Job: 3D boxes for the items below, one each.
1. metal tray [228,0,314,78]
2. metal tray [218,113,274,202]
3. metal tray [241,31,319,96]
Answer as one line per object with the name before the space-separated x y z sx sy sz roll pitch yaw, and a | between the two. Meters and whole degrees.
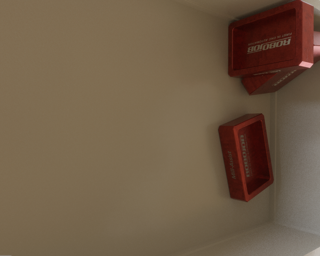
metal tray | 0.164 -0.129 0.473 0.030 0.130 0.089 0 90 -36
metal tray | 0.149 0.048 0.527 0.091 0.030 0.129 -20 103 -38
metal tray | 0.211 -0.105 0.516 0.091 0.129 0.030 -11 68 -40
